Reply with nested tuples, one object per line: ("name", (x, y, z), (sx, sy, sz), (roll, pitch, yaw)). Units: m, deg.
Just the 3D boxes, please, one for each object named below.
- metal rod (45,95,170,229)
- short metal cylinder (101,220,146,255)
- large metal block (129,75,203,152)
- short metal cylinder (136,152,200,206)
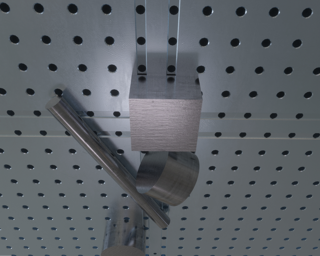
("metal rod", (-0.062, 0.068, 0.469), (0.025, 0.025, 0.299), (-22, 127, 17))
("short metal cylinder", (-0.066, 0.217, 0.580), (0.081, 0.050, 0.079), (0, 130, 0))
("large metal block", (0.005, -0.017, 0.381), (0.081, 0.050, 0.079), (1, 130, -1))
("short metal cylinder", (0.009, 0.061, 0.428), (0.050, 0.080, 0.080), (28, 125, -22))
